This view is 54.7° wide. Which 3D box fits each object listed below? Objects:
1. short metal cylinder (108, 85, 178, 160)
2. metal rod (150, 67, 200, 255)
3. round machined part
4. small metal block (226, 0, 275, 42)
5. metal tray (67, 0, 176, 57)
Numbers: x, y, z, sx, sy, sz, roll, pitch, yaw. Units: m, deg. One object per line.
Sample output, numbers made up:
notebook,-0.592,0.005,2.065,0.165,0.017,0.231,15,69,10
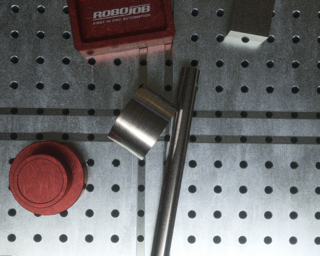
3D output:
short metal cylinder,-0.020,-0.007,0.386,0.050,0.080,0.080,35,90,-1
metal rod,0.017,0.069,0.413,0.025,0.025,0.298,9,90,-1
round machined part,-0.148,0.066,0.403,0.099,0.042,0.097,0,90,-1
small metal block,0.121,-0.147,0.415,0.050,0.025,0.050,10,90,-1
metal tray,-0.051,-0.151,0.410,0.131,0.030,0.089,-9,90,-1
